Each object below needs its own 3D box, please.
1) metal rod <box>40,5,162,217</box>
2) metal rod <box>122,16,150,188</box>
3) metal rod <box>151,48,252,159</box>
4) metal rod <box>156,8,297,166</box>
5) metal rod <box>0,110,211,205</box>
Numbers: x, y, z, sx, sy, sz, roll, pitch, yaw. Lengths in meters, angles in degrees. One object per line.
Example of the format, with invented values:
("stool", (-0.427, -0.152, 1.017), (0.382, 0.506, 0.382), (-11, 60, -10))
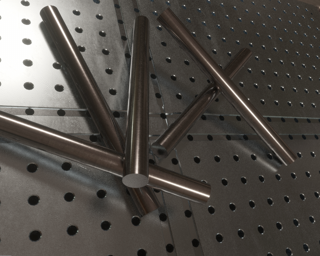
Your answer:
("metal rod", (-0.081, -0.032, 0.385), (0.025, 0.025, 0.299), (-19, 72, -35))
("metal rod", (-0.026, -0.060, 0.396), (0.025, 0.025, 0.300), (17, 44, -19))
("metal rod", (0.080, -0.055, 0.486), (0.025, 0.025, 0.301), (43, 51, 1))
("metal rod", (0.105, -0.058, 0.471), (0.300, 0.025, 0.025), (47, 50, -8))
("metal rod", (-0.088, 0.022, 0.325), (0.302, 0.025, 0.025), (20, 54, -8))
